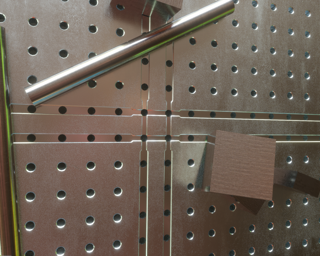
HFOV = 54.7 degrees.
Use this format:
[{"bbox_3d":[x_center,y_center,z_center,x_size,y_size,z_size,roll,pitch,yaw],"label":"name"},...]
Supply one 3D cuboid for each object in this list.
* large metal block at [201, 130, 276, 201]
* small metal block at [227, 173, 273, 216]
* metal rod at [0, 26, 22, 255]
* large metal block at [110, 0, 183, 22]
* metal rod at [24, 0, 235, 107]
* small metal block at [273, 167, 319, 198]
[{"bbox_3d":[0.105,0.052,0.421,0.081,0.050,0.080,9,78,-3],"label":"large metal block"},{"bbox_3d":[0.132,0.093,0.461,0.050,0.025,0.050,40,77,-16],"label":"small metal block"},{"bbox_3d":[-0.177,0.038,0.347,0.025,0.025,0.298,-4,91,-20],"label":"metal rod"},{"bbox_3d":[-0.012,-0.193,0.394,0.081,0.050,0.080,11,86,-20],"label":"large metal block"},{"bbox_3d":[-0.025,-0.106,0.402,0.302,0.025,0.025,-30,100,-18],"label":"metal rod"},{"bbox_3d":[0.208,0.083,0.476,0.050,0.050,0.025,22,83,-19],"label":"small metal block"}]
